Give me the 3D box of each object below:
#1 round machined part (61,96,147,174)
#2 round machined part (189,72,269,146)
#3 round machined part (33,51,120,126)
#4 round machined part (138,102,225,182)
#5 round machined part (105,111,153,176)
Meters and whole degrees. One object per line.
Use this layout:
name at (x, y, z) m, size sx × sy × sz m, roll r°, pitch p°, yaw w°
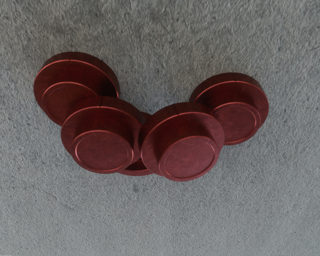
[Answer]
round machined part at (-0.063, 0.015, 0.354) m, size 0.099 × 0.042 × 0.097 m, roll -1°, pitch 130°, yaw 0°
round machined part at (0.086, -0.016, 0.384) m, size 0.099 × 0.042 × 0.097 m, roll -1°, pitch 130°, yaw 0°
round machined part at (-0.098, -0.036, 0.364) m, size 0.099 × 0.042 × 0.097 m, roll -1°, pitch 130°, yaw 0°
round machined part at (0.027, 0.022, 0.348) m, size 0.099 × 0.042 × 0.097 m, roll -9°, pitch 130°, yaw -10°
round machined part at (-0.032, 0.016, 0.411) m, size 0.099 × 0.042 × 0.097 m, roll -1°, pitch 130°, yaw 0°
